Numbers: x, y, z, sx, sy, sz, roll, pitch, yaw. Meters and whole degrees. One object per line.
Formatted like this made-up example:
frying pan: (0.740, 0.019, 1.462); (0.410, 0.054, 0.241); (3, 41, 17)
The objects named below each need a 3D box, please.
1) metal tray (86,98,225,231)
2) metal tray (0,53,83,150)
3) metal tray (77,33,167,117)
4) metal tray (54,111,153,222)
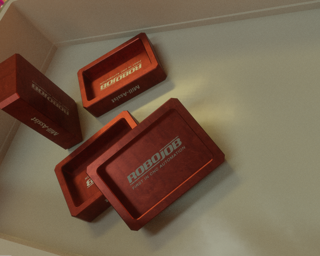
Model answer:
metal tray: (-0.005, 0.040, 0.351); (0.130, 0.030, 0.090); (-39, 85, 1)
metal tray: (-0.169, -0.035, 0.449); (0.030, 0.130, 0.090); (-29, 52, 10)
metal tray: (-0.063, -0.084, 0.487); (0.130, 0.030, 0.090); (-28, 52, 10)
metal tray: (-0.070, 0.048, 0.409); (0.130, 0.030, 0.090); (-39, 51, 1)
